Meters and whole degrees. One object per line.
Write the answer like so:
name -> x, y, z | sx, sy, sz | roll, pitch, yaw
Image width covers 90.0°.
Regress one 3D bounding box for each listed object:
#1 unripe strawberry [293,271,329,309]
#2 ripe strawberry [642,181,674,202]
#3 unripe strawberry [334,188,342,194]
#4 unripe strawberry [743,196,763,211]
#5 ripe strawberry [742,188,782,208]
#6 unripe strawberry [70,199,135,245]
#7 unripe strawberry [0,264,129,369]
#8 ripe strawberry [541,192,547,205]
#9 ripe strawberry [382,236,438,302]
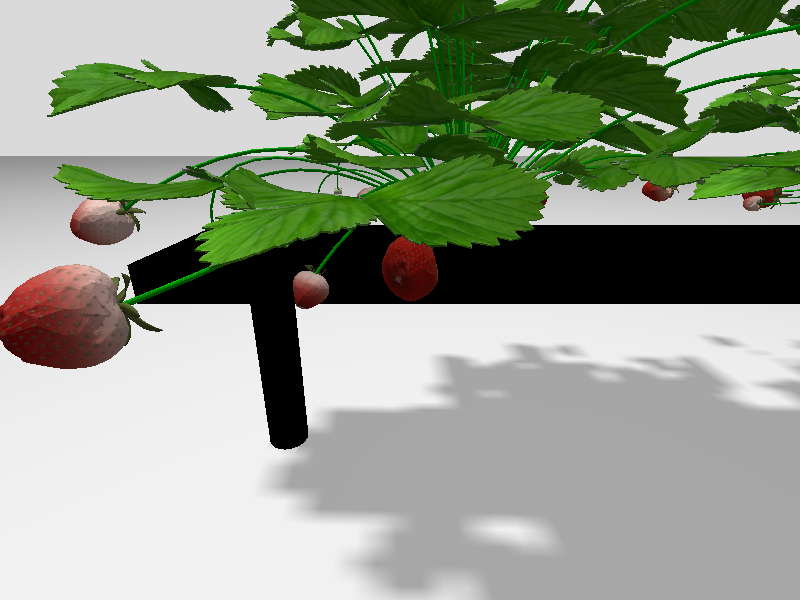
unripe strawberry -> -0.047, -0.005, 0.205 | 0.019, 0.019, 0.017 | 13, -18, 30
ripe strawberry -> 0.376, -0.164, 0.585 | 0.037, 0.039, 0.041 | -11, 12, -25
unripe strawberry -> -0.081, -0.140, 0.520 | 0.011, 0.011, 0.010 | -15, 26, -33
unripe strawberry -> 0.435, -0.119, 0.495 | 0.016, 0.019, 0.018 | -9, 23, -23
ripe strawberry -> 0.459, -0.133, 0.510 | 0.037, 0.032, 0.037 | -6, 22, -14
unripe strawberry -> -0.241, -0.064, 0.324 | 0.046, 0.039, 0.045 | -22, 22, 4
unripe strawberry -> -0.122, 0.007, 0.146 | 0.033, 0.038, 0.036 | 17, 27, 36
ripe strawberry -> 0.174, -0.128, 0.504 | 0.024, 0.027, 0.026 | 15, 25, 33
ripe strawberry -> 0.004, -0.016, 0.209 | 0.030, 0.034, 0.033 | 7, 23, 17
